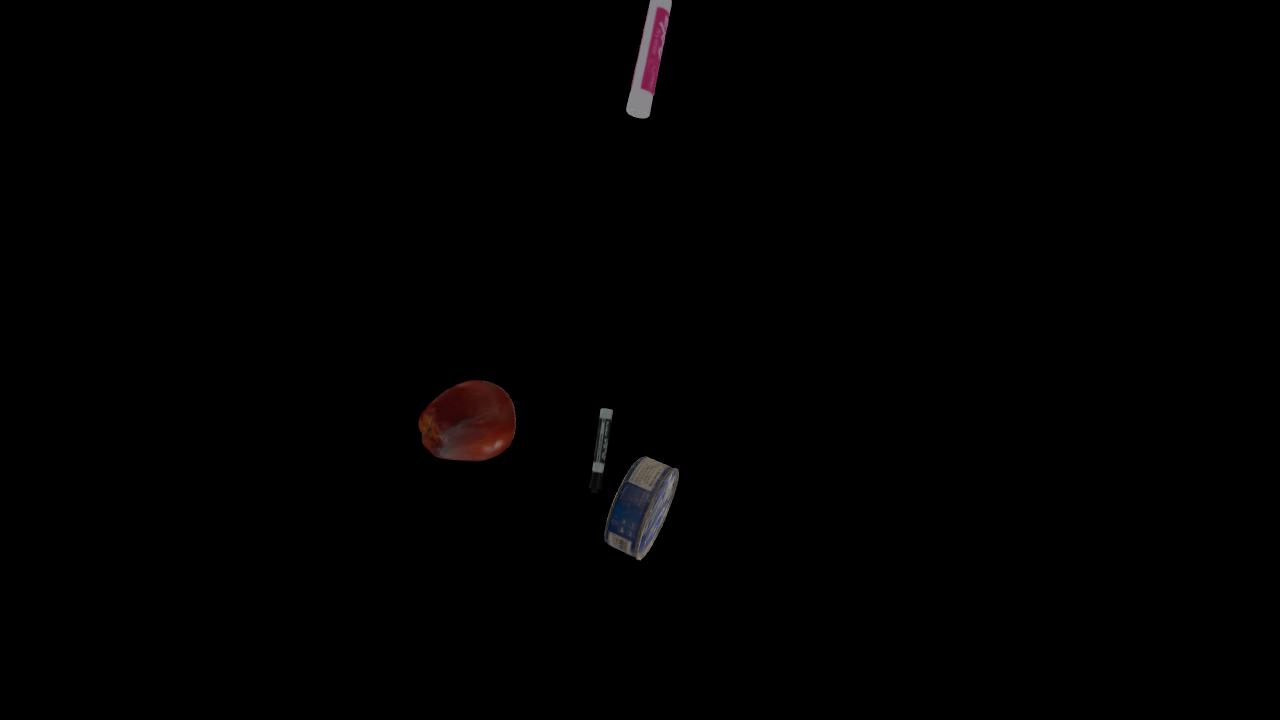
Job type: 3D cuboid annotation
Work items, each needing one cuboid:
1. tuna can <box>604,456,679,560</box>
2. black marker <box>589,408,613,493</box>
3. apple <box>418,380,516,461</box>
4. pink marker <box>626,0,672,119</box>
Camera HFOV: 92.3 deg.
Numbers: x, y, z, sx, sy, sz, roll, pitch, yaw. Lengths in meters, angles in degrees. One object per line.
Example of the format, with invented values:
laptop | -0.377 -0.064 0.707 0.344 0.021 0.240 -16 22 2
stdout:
tuna can | 0.002 0.127 0.535 0.034 0.084 0.084 20 6 17
black marker | -0.056 0.130 0.886 0.020 0.121 0.020 7 -15 2
apple | -0.163 0.059 0.592 0.079 0.079 0.093 0 4 45
pink marker | 0.011 -0.249 0.473 0.020 0.121 0.020 12 0 0
